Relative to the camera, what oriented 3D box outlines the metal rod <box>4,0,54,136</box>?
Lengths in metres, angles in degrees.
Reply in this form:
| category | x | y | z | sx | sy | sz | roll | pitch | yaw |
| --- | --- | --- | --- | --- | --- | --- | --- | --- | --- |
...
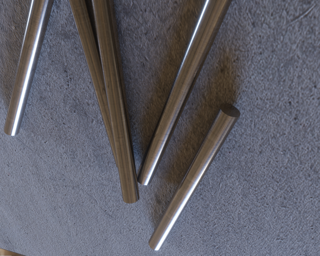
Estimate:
| category | x | y | z | sx | sy | sz | roll | pitch | yaw |
| --- | --- | --- | --- | --- | --- | --- | --- | --- | --- |
| metal rod | -0.195 | -0.090 | 0.453 | 0.025 | 0.025 | 0.298 | 38 | 129 | 3 |

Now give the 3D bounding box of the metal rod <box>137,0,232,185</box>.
| category | x | y | z | sx | sy | sz | roll | pitch | yaw |
| --- | --- | --- | --- | --- | --- | --- | --- | --- | --- |
| metal rod | 0.020 | -0.033 | 0.375 | 0.025 | 0.025 | 0.298 | 29 | 128 | 9 |

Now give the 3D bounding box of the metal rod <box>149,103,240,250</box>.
| category | x | y | z | sx | sy | sz | roll | pitch | yaw |
| --- | --- | --- | --- | --- | --- | --- | --- | --- | --- |
| metal rod | 0.036 | 0.089 | 0.442 | 0.025 | 0.025 | 0.298 | 29 | 128 | 9 |

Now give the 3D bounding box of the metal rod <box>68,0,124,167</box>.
| category | x | y | z | sx | sy | sz | roll | pitch | yaw |
| --- | --- | --- | --- | --- | --- | --- | --- | --- | --- |
| metal rod | -0.080 | -0.077 | 0.401 | 0.025 | 0.025 | 0.298 | 3 | 120 | 27 |

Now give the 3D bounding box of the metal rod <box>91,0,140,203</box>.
| category | x | y | z | sx | sy | sz | roll | pitch | yaw |
| --- | --- | --- | --- | --- | --- | --- | --- | --- | --- |
| metal rod | -0.055 | -0.030 | 0.402 | 0.025 | 0.025 | 0.298 | 7 | 117 | 24 |
